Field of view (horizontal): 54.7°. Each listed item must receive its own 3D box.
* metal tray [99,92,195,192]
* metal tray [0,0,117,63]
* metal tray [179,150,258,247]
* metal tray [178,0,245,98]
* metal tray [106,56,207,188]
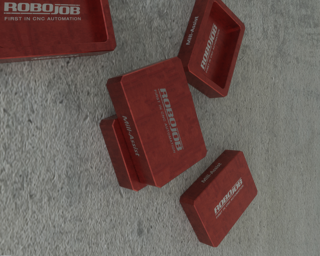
[{"bbox_3d":[-0.004,0.011,0.398,0.131,0.030,0.089,-26,106,-37],"label":"metal tray"},{"bbox_3d":[-0.113,-0.115,0.306,0.131,0.030,0.089,-16,101,-39],"label":"metal tray"},{"bbox_3d":[0.096,0.105,0.482,0.131,0.030,0.090,-39,114,-33],"label":"metal tray"},{"bbox_3d":[0.078,-0.121,0.465,0.090,0.030,0.130,28,72,-36],"label":"metal tray"},{"bbox_3d":[0.001,-0.008,0.362,0.091,0.030,0.129,-28,108,-36],"label":"metal tray"}]
